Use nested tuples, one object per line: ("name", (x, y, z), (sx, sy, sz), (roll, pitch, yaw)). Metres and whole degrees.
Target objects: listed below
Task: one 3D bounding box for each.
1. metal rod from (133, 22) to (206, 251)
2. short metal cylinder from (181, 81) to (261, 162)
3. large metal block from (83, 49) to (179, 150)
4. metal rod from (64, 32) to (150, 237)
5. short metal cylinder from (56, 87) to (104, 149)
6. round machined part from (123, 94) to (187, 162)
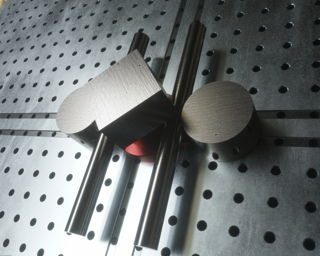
("metal rod", (0.019, -0.010, 0.377), (0.025, 0.025, 0.300), (0, 62, 28))
("short metal cylinder", (0.071, -0.008, 0.359), (0.080, 0.050, 0.080), (-13, 56, 21))
("large metal block", (-0.036, -0.035, 0.372), (0.080, 0.050, 0.080), (-33, 51, 6))
("metal rod", (-0.063, -0.009, 0.420), (0.025, 0.025, 0.300), (1, 62, 28))
("short metal cylinder", (-0.104, -0.016, 0.456), (0.080, 0.050, 0.080), (-13, 56, 21))
("round machined part", (-0.016, -0.007, 0.411), (0.098, 0.042, 0.098), (-13, 56, 21))
